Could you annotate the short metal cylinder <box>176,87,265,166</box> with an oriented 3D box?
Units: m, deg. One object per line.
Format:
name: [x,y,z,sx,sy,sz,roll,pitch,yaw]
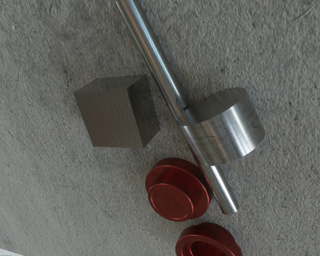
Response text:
short metal cylinder: [0.065,-0.003,0.335,0.080,0.080,0.050,-18,109,35]

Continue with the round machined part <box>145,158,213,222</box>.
round machined part: [0.022,0.094,0.443,0.098,0.042,0.097,13,124,21]

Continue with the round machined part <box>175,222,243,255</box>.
round machined part: [0.076,0.183,0.469,0.098,0.042,0.097,13,124,21]

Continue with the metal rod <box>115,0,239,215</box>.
metal rod: [0.029,-0.016,0.381,0.025,0.025,0.299,-16,110,34]

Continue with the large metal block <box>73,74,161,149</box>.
large metal block: [-0.054,-0.021,0.406,0.080,0.050,0.080,0,119,28]
